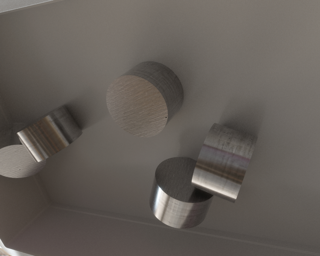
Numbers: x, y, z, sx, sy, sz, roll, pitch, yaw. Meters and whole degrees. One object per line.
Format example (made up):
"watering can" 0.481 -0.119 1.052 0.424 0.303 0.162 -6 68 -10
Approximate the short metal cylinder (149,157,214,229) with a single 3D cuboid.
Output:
"short metal cylinder" 0.029 0.084 0.408 0.080 0.080 0.050 22 127 14

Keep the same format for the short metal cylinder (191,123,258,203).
"short metal cylinder" 0.075 0.040 0.357 0.050 0.080 0.079 20 126 16

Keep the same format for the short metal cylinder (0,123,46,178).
"short metal cylinder" -0.230 0.037 0.508 0.081 0.050 0.079 -12 136 -11

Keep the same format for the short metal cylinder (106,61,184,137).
"short metal cylinder" -0.018 -0.035 0.379 0.080 0.050 0.079 13 124 20

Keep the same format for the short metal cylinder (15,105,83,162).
"short metal cylinder" -0.164 0.007 0.462 0.080 0.080 0.050 -19 108 35
